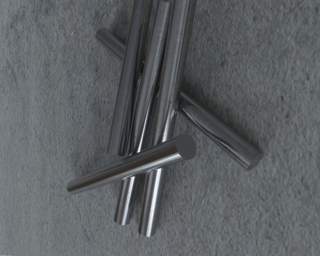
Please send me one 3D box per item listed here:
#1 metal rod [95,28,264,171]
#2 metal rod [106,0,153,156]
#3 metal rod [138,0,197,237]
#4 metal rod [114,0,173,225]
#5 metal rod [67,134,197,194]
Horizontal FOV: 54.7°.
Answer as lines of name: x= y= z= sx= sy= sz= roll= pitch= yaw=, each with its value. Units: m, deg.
metal rod: x=0.005 y=-0.053 z=0.398 sx=0.300 sy=0.025 sz=0.025 roll=43 pitch=116 yaw=31
metal rod: x=-0.030 y=-0.113 z=0.400 sx=0.025 sy=0.025 sz=0.298 roll=7 pitch=86 yaw=39
metal rod: x=0.005 y=-0.001 z=0.371 sx=0.025 sy=0.025 sz=0.298 roll=24 pitch=113 yaw=37
metal rod: x=-0.023 y=-0.004 z=0.396 sx=0.025 sy=0.025 sz=0.298 roll=29 pitch=115 yaw=36
metal rod: x=-0.060 y=0.059 z=0.406 sx=0.299 sy=0.025 sz=0.025 roll=-26 pitch=74 yaw=51
